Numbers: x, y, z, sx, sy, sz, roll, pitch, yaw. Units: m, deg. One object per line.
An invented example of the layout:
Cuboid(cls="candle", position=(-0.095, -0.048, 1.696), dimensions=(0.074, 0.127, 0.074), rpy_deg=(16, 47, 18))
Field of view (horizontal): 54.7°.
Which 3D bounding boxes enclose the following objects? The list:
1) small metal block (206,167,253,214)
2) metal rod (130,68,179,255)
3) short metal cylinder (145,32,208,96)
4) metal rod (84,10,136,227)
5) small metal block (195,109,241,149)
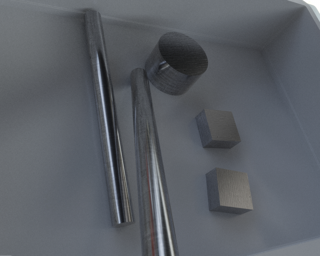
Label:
Cuboid(cls="small metal block", position=(0.090, 0.083, 0.406), dimensions=(0.050, 0.025, 0.050), rpy_deg=(13, 56, -22))
Cuboid(cls="metal rod", position=(-0.014, 0.011, 0.316), dimensions=(0.025, 0.025, 0.300), rpy_deg=(18, 31, -19))
Cuboid(cls="short metal cylinder", position=(0.024, -0.096, 0.463), dimensions=(0.081, 0.050, 0.080), rpy_deg=(14, 56, -21))
Cuboid(cls="metal rod", position=(-0.068, -0.031, 0.388), dimensions=(0.025, 0.025, 0.299), rpy_deg=(2, 61, -28))
Cuboid(cls="small metal block", position=(0.084, 0.002, 0.452), dimensions=(0.050, 0.025, 0.050), rpy_deg=(4, 60, -27))
